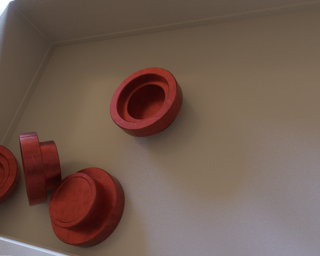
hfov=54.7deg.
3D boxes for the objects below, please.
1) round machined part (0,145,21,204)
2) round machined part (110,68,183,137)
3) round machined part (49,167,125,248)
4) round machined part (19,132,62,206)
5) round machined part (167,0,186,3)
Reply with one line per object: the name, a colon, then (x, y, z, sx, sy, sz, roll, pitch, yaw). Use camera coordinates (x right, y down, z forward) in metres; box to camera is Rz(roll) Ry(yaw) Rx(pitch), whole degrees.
round machined part: (-0.261, 0.075, 0.465, 0.099, 0.042, 0.098, 4, 62, -7)
round machined part: (-0.015, -0.031, 0.420, 0.098, 0.042, 0.098, -13, 56, 20)
round machined part: (-0.097, 0.094, 0.386, 0.098, 0.042, 0.098, -13, 56, 20)
round machined part: (-0.162, 0.053, 0.422, 0.042, 0.097, 0.098, -8, 47, -26)
round machined part: (0.032, -0.257, 0.537, 0.098, 0.042, 0.098, -13, 56, 20)
